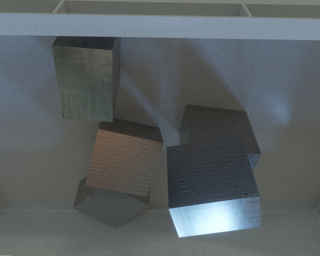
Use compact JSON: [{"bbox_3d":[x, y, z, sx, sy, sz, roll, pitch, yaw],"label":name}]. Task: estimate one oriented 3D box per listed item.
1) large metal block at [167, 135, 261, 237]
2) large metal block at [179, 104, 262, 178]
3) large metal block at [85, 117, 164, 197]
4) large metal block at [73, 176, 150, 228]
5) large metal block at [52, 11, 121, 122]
[{"bbox_3d":[0.052,0.058,0.318,0.080,0.080,0.050,-10,130,8],"label":"large metal block"},{"bbox_3d":[0.070,0.018,0.390,0.081,0.080,0.050,7,130,-6],"label":"large metal block"},{"bbox_3d":[-0.048,0.036,0.408,0.081,0.050,0.079,13,110,-11],"label":"large metal block"},{"bbox_3d":[-0.073,0.101,0.478,0.080,0.050,0.080,35,122,-27],"label":"large metal block"},{"bbox_3d":[-0.070,-0.063,0.318,0.050,0.080,0.079,4,130,-4],"label":"large metal block"}]
